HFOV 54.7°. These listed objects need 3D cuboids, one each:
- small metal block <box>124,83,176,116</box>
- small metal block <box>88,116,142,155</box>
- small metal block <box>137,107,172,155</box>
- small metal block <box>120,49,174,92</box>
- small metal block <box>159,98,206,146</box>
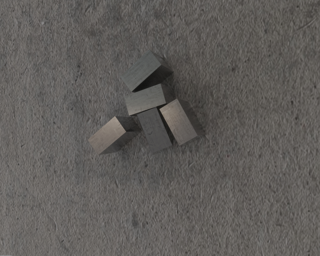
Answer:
[{"bbox_3d":[-0.010,-0.034,0.399,0.050,0.050,0.025,-17,83,19],"label":"small metal block"},{"bbox_3d":[-0.059,0.010,0.417,0.050,0.050,0.025,-39,78,16],"label":"small metal block"},{"bbox_3d":[-0.007,0.006,0.395,0.025,0.050,0.050,-22,83,-4],"label":"small metal block"},{"bbox_3d":[-0.016,-0.070,0.401,0.050,0.050,0.025,-40,78,16],"label":"small metal block"},{"bbox_3d":[0.030,-0.007,0.385,0.025,0.050,0.050,-31,80,17],"label":"small metal block"}]
